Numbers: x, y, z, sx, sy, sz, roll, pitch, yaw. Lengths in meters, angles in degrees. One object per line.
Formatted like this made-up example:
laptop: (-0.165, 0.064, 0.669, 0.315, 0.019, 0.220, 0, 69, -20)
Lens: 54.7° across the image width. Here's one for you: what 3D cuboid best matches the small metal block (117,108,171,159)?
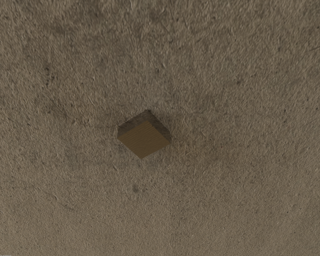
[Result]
small metal block: (-0.021, 0.009, 0.416, 0.050, 0.025, 0.050, -30, 125, 22)
